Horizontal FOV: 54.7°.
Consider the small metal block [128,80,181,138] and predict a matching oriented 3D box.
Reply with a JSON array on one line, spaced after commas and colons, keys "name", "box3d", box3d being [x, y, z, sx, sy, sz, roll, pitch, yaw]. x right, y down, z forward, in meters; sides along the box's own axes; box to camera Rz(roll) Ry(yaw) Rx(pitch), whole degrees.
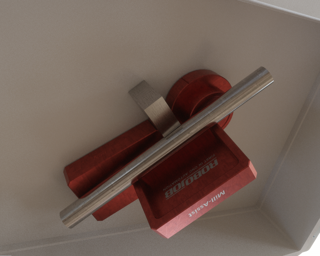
[{"name": "small metal block", "box3d": [-0.007, -0.024, 0.374, 0.025, 0.050, 0.050, -38, 130, -3]}]

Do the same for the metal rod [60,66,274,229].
[{"name": "metal rod", "box3d": [0.008, 0.024, 0.376, 0.301, 0.025, 0.025, -36, 130, 1]}]

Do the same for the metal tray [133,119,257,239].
[{"name": "metal tray", "box3d": [0.036, 0.057, 0.372, 0.130, 0.090, 0.030, -35, 132, 3]}]

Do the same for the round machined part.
[{"name": "round machined part", "box3d": [0.059, -0.025, 0.414, 0.099, 0.042, 0.097, -14, 125, -21]}]

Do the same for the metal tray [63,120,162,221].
[{"name": "metal tray", "box3d": [-0.048, 0.058, 0.415, 0.131, 0.030, 0.090, -31, 129, -9]}]
